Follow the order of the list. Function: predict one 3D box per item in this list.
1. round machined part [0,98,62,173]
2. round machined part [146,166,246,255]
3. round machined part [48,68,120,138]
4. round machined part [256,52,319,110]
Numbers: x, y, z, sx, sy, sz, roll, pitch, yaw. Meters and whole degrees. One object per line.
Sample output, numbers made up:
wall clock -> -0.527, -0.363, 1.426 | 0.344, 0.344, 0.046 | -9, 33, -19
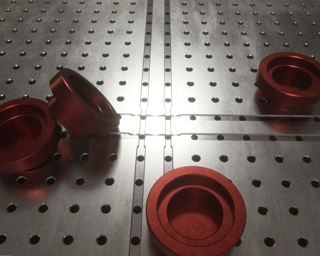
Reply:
round machined part -> -0.169, 0.013, 0.380 | 0.099, 0.042, 0.098 | -2, 53, 3
round machined part -> 0.035, 0.092, 0.320 | 0.099, 0.042, 0.098 | 0, 50, 0
round machined part -> -0.101, -0.026, 0.392 | 0.042, 0.098, 0.098 | -42, 55, 10
round machined part -> 0.190, -0.065, 0.454 | 0.099, 0.042, 0.098 | 0, 50, 0
